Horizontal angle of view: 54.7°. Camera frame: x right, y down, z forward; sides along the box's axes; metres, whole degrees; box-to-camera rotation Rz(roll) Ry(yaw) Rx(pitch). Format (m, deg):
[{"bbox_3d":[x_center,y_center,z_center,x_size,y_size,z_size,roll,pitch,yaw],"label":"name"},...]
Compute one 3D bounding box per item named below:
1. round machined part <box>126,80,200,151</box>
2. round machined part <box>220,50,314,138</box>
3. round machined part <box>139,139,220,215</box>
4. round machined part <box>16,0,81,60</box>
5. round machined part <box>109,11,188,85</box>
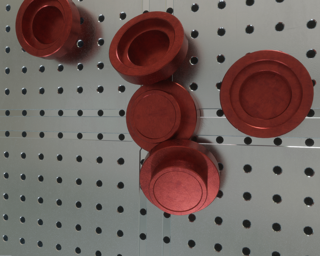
[{"bbox_3d":[0.000,-0.015,0.403,0.098,0.042,0.097,0,90,19],"label":"round machined part"},{"bbox_3d":[0.122,-0.037,0.360,0.098,0.042,0.097,0,90,19],"label":"round machined part"},{"bbox_3d":[0.023,0.066,0.375,0.099,0.042,0.097,3,113,7],"label":"round machined part"},{"bbox_3d":[-0.159,-0.150,0.458,0.098,0.042,0.097,0,90,19],"label":"round machined part"},{"bbox_3d":[-0.011,-0.096,0.394,0.098,0.042,0.098,-9,63,18],"label":"round machined part"}]
